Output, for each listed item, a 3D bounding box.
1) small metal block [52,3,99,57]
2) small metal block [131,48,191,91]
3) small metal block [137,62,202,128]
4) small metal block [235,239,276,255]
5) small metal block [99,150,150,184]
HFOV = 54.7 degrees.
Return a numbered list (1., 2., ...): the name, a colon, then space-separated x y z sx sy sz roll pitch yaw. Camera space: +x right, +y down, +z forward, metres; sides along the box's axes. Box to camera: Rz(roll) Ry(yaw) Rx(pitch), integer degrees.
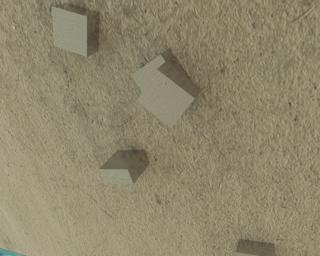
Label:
1. small metal block: -0.105 -0.123 0.386 0.050 0.025 0.050 21 126 16
2. small metal block: 0.003 -0.058 0.370 0.050 0.025 0.050 -27 104 37
3. small metal block: 0.010 -0.037 0.347 0.050 0.025 0.050 38 129 2
4. small metal block: 0.142 0.193 0.451 0.050 0.025 0.050 -2 117 29
5. small metal block: -0.051 0.056 0.452 0.050 0.050 0.025 -4 117 30
